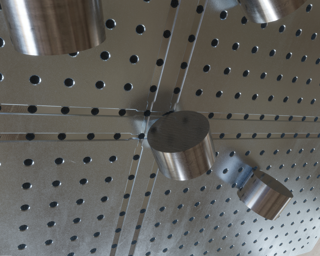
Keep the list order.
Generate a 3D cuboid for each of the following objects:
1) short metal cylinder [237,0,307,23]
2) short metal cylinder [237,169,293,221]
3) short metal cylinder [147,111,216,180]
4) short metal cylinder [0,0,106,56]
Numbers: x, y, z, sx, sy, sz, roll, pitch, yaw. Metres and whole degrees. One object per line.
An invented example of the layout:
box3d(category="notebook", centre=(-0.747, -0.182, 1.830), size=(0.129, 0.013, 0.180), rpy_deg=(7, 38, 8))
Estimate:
box3d(category="short metal cylinder", centre=(0.121, -0.163, 0.340), size=(0.080, 0.080, 0.050), rpy_deg=(-45, 129, 3))
box3d(category="short metal cylinder", centre=(0.185, 0.117, 0.549), size=(0.081, 0.080, 0.050), rpy_deg=(19, 108, -36))
box3d(category="short metal cylinder", centre=(0.029, 0.021, 0.405), size=(0.080, 0.080, 0.050), rpy_deg=(-27, 128, -11))
box3d(category="short metal cylinder", centre=(-0.090, -0.100, 0.265), size=(0.081, 0.080, 0.050), rpy_deg=(-15, 125, -20))
